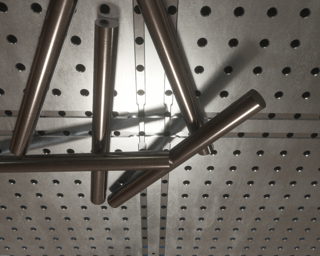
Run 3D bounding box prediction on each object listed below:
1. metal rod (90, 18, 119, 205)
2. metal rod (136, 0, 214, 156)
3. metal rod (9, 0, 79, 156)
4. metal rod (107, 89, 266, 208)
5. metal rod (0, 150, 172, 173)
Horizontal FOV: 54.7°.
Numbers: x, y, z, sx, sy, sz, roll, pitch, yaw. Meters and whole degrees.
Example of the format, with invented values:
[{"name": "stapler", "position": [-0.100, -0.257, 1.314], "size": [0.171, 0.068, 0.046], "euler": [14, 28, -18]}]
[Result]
[{"name": "metal rod", "position": [-0.078, 0.004, 0.413], "size": [0.025, 0.025, 0.298], "euler": [7, 130, -6]}, {"name": "metal rod", "position": [0.013, -0.077, 0.346], "size": [0.025, 0.025, 0.299], "euler": [-16, 129, 12]}, {"name": "metal rod", "position": [-0.129, -0.072, 0.348], "size": [0.025, 0.025, 0.298], "euler": [21, 127, -18]}, {"name": "metal rod", "position": [0.015, 0.044, 0.424], "size": [0.025, 0.025, 0.299], "euler": [31, 131, -24]}, {"name": "metal rod", "position": [-0.134, 0.048, 0.424], "size": [0.301, 0.025, 0.025], "euler": [-3, 131, 12]}]
